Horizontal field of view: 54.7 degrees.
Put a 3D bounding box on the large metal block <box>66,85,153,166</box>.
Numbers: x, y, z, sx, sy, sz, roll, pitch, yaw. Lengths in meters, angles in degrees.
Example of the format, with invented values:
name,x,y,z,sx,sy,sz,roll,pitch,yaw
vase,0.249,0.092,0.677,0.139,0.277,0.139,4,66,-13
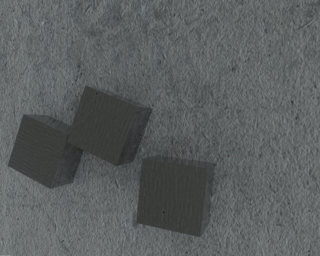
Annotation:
name,x,y,z,sx,sy,sz,roll,pitch,yaw
large metal block,-0.067,-0.004,0.419,0.080,0.050,0.080,23,98,18

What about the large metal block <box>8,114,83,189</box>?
name,x,y,z,sx,sy,sz,roll,pitch,yaw
large metal block,-0.163,0.032,0.453,0.080,0.050,0.080,22,97,18

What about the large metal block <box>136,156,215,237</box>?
name,x,y,z,sx,sy,sz,roll,pitch,yaw
large metal block,0.021,0.081,0.388,0.080,0.050,0.079,6,92,20
